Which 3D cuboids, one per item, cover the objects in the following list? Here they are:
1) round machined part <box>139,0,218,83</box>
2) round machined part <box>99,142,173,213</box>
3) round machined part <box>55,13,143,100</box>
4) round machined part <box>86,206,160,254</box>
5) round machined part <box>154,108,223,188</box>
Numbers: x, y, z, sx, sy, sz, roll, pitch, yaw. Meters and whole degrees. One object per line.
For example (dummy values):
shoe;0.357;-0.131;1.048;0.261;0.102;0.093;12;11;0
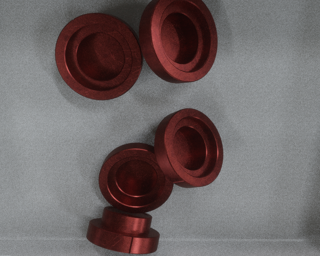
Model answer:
round machined part;0.016;-0.099;0.349;0.099;0.042;0.097;-3;94;-38
round machined part;-0.031;0.064;0.426;0.099;0.042;0.097;0;110;-1
round machined part;-0.069;-0.086;0.368;0.099;0.042;0.097;1;111;2
round machined part;-0.048;0.137;0.428;0.099;0.098;0.042;12;82;-5
round machined part;0.032;0.027;0.394;0.098;0.098;0.042;50;142;-16
